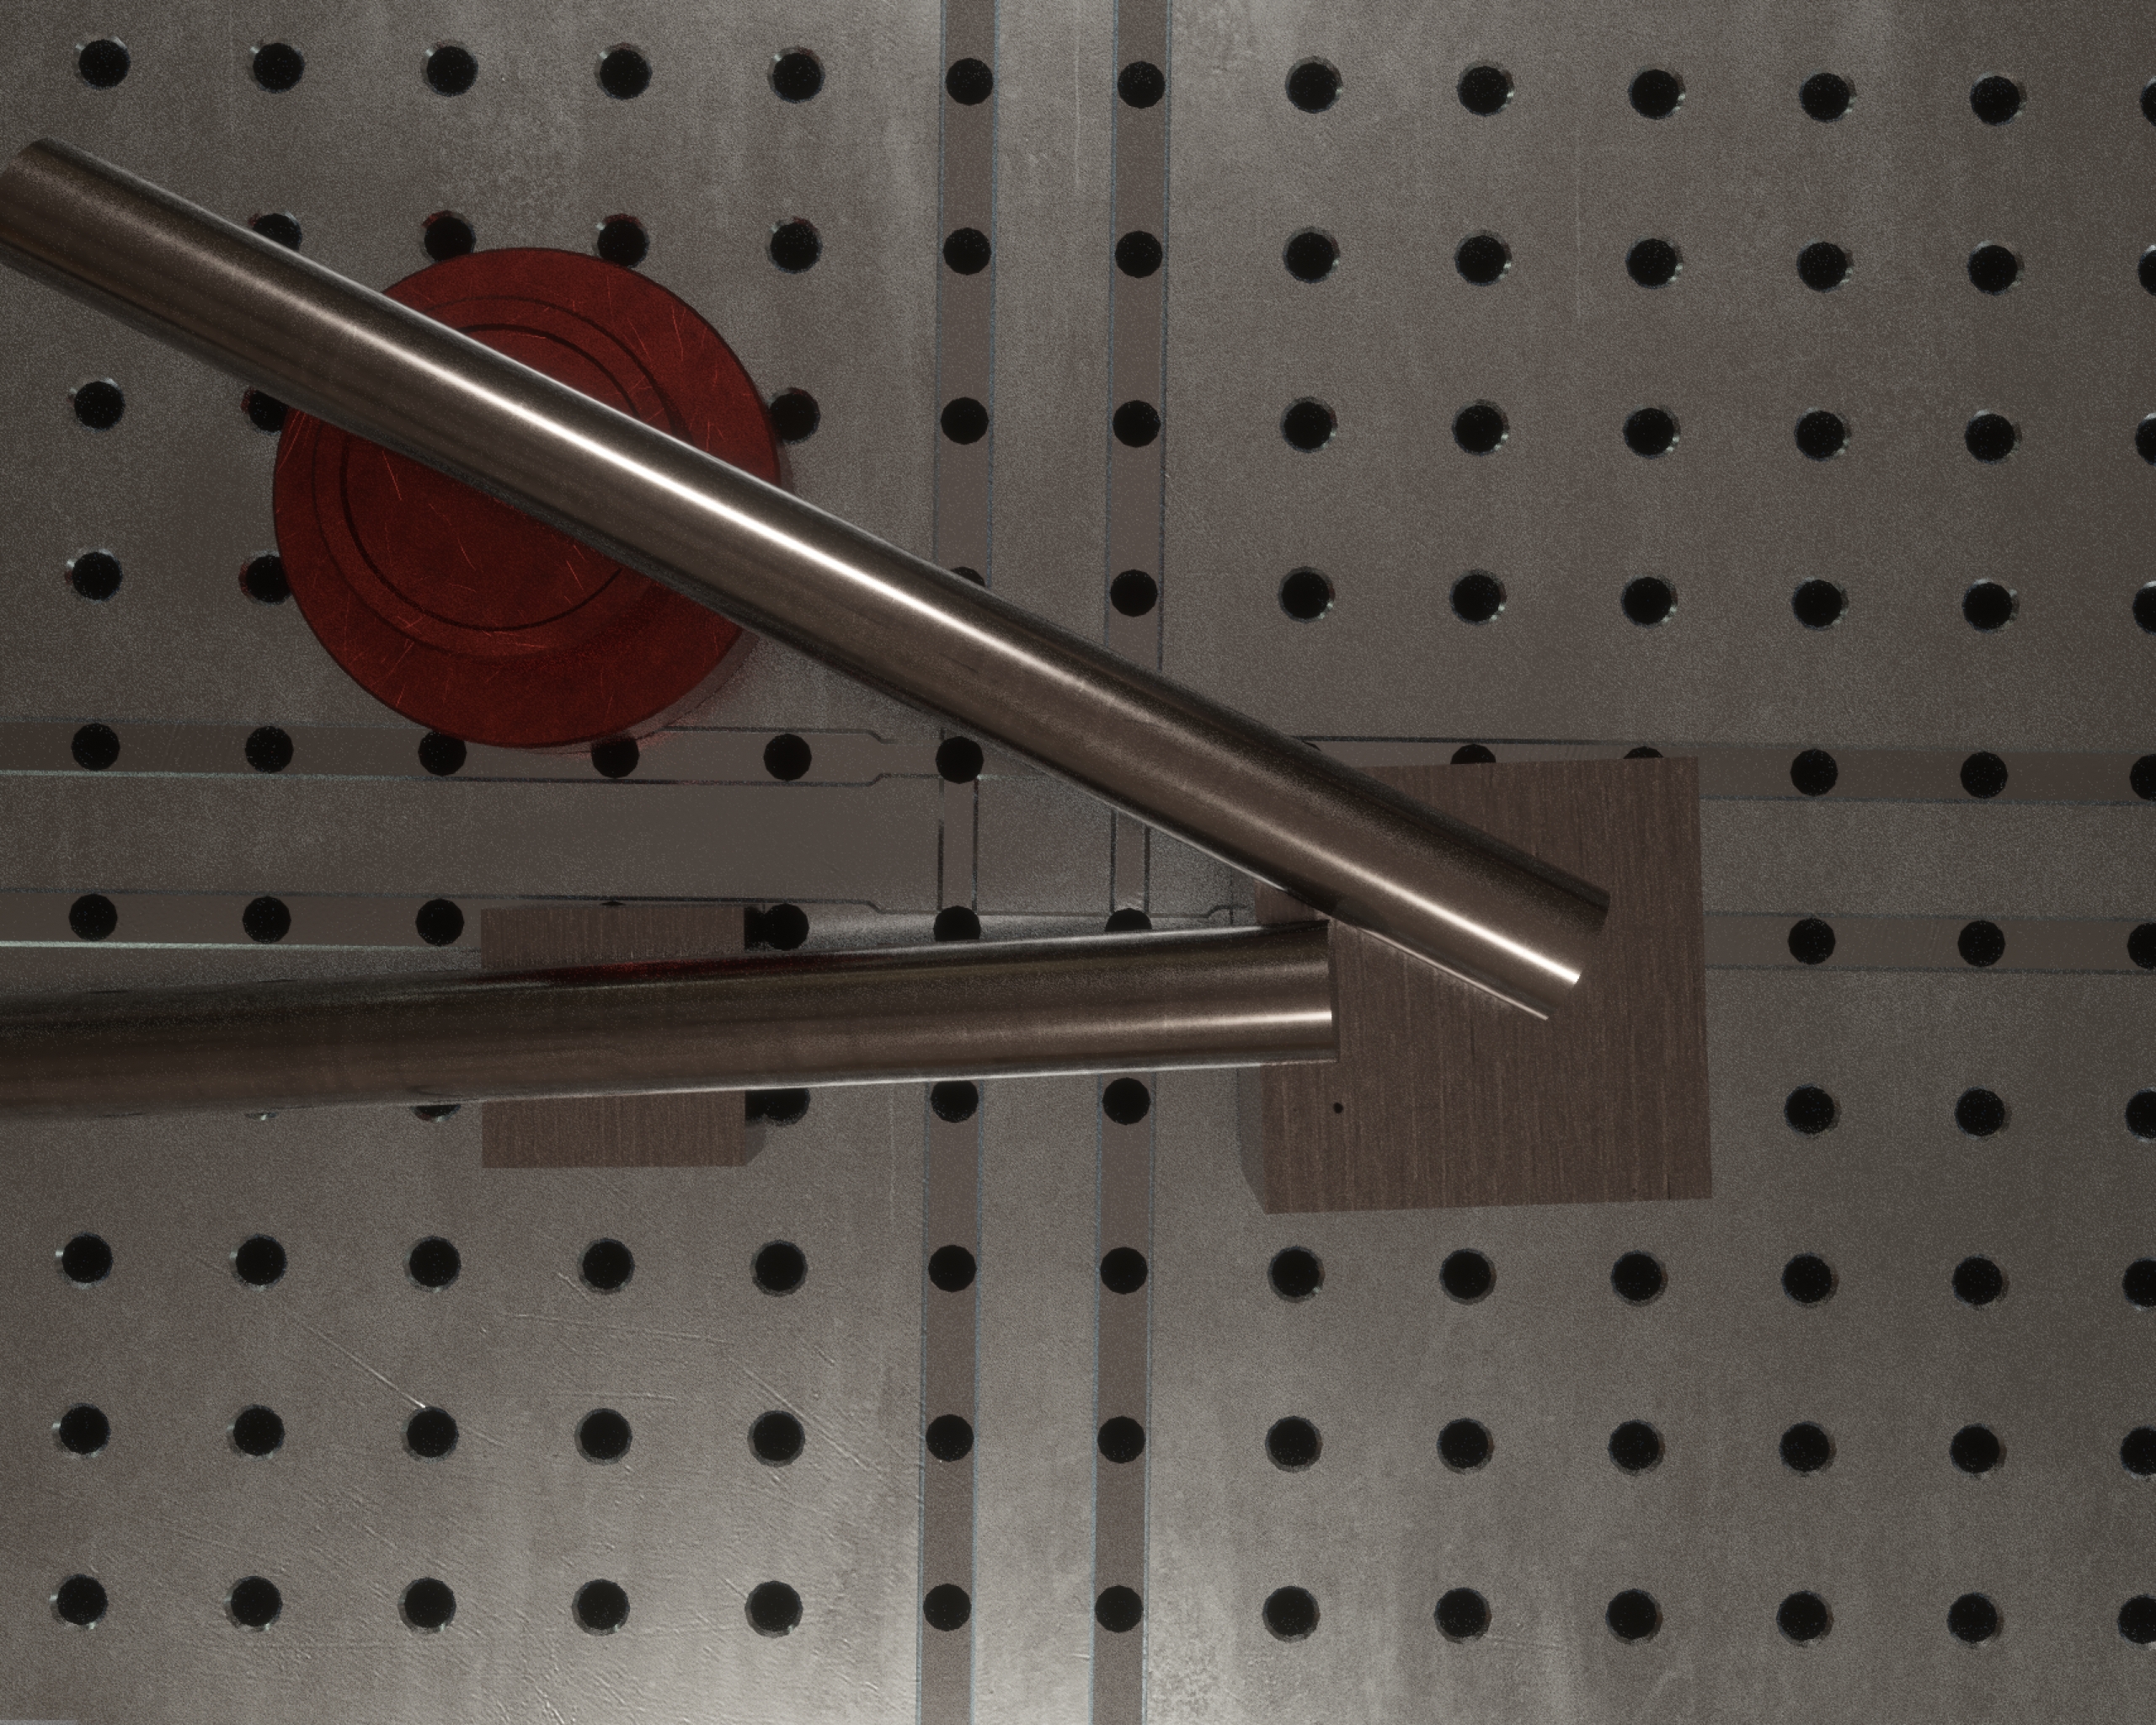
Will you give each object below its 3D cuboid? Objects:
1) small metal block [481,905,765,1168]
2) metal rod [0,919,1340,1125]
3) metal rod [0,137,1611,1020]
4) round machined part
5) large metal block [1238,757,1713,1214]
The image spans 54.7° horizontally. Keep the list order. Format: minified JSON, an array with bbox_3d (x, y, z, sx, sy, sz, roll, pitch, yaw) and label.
[{"bbox_3d":[-0.089,0.034,0.413,0.050,0.025,0.050,0,90,-1],"label":"small metal block"},{"bbox_3d":[-0.104,0.032,0.385,0.301,0.025,0.025,-4,90,10],"label":"metal rod"},{"bbox_3d":[-0.049,-0.050,0.364,0.301,0.025,0.025,26,90,2],"label":"metal rod"},{"bbox_3d":[-0.107,-0.071,0.403,0.099,0.042,0.097,0,90,-1],"label":"round machined part"},{"bbox_3d":[0.072,0.022,0.399,0.081,0.050,0.079,-2,90,-1],"label":"large metal block"}]
